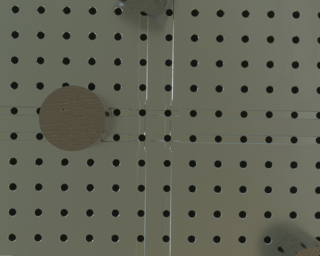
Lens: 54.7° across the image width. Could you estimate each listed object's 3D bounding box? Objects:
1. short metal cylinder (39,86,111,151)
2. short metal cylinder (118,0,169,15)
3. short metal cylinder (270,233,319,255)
[{"bbox_3d":[-0.106,-0.012,0.400,0.081,0.050,0.079,0,90,-1],"label":"short metal cylinder"},{"bbox_3d":[-0.022,-0.184,0.386,0.080,0.080,0.050,22,90,-1],"label":"short metal cylinder"},{"bbox_3d":[0.192,0.185,0.404,0.081,0.050,0.079,0,90,-1],"label":"short metal cylinder"}]
